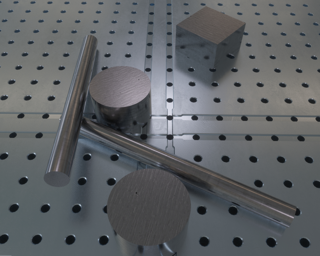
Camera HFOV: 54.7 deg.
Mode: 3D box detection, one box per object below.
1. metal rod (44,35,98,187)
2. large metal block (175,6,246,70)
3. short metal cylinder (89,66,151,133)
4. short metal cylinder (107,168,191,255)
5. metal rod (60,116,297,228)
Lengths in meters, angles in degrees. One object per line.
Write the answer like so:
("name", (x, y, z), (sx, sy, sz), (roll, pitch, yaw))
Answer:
("metal rod", (-0.111, -0.049, 0.420), (0.025, 0.025, 0.300), (-2, 42, -2))
("large metal block", (0.083, -0.153, 0.520), (0.080, 0.050, 0.080), (34, 58, 25))
("short metal cylinder", (-0.052, -0.040, 0.425), (0.081, 0.050, 0.080), (0, 50, 0))
("short metal cylinder", (-0.010, 0.089, 0.317), (0.081, 0.050, 0.080), (0, 50, 0))
("metal rod", (0.007, 0.041, 0.373), (0.301, 0.025, 0.025), (22, 53, 17))
